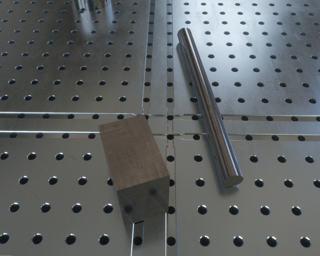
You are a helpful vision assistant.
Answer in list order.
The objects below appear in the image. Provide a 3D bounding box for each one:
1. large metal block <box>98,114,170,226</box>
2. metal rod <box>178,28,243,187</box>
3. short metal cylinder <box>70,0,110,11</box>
[{"bbox_3d":[-0.028,0.046,0.333,0.050,0.080,0.080,-15,52,-12],"label":"large metal block"},{"bbox_3d":[0.063,-0.053,0.451,0.025,0.025,0.300,-6,50,-5],"label":"metal rod"},{"bbox_3d":[-0.144,-0.281,0.626,0.080,0.050,0.080,0,50,0],"label":"short metal cylinder"}]
